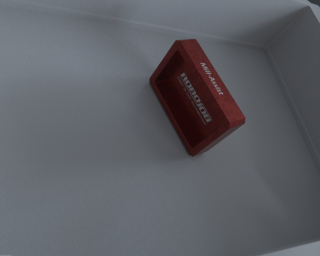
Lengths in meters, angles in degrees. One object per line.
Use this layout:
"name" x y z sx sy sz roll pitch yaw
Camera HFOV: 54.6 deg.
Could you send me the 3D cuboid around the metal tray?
"metal tray" 0.043 -0.039 0.406 0.030 0.090 0.130 -17 71 -36
